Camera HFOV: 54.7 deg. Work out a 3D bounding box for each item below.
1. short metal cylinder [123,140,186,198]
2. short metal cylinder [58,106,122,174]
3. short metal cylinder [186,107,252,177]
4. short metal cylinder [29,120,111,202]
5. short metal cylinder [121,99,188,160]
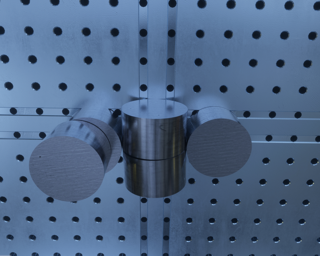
[{"bbox_3d":[-0.006,0.047,0.401,0.081,0.080,0.050,-1,110,0],"label":"short metal cylinder"},{"bbox_3d":[-0.088,0.016,0.405,0.081,0.050,0.079,0,110,0],"label":"short metal cylinder"},{"bbox_3d":[0.073,0.017,0.406,0.081,0.050,0.079,0,110,0],"label":"short metal cylinder"},{"bbox_3d":[-0.101,0.037,0.358,0.081,0.050,0.079,0,110,0],"label":"short metal cylinder"},{"bbox_3d":[-0.007,-0.001,0.384,0.081,0.080,0.050,1,111,-1],"label":"short metal cylinder"}]
